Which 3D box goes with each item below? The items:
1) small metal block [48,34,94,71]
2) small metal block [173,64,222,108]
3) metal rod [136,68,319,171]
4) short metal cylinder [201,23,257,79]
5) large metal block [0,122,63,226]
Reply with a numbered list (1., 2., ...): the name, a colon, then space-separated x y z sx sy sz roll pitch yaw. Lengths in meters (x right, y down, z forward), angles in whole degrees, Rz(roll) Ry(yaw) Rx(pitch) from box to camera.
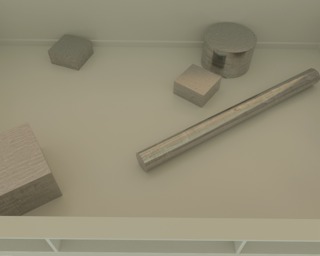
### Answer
1. small metal block: -0.145 -0.125 0.508 0.050 0.025 0.050 17 52 13
2. small metal block: 0.055 -0.064 0.459 0.050 0.025 0.050 30 56 22
3. metal rod: 0.106 -0.019 0.422 0.302 0.025 0.025 -25 55 -20
4. short metal cylinder: 0.108 -0.124 0.495 0.081 0.050 0.080 0 50 0
5. large metal block: -0.167 0.051 0.344 0.081 0.050 0.080 -25 55 -20
